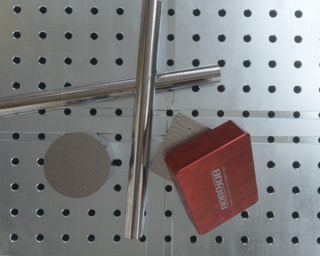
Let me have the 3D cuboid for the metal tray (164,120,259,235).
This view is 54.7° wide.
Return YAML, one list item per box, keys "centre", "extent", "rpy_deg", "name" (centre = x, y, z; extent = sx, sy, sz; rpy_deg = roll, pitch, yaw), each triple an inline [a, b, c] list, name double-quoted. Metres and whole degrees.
- centre: [0.066, 0.063, 0.367]
  extent: [0.090, 0.030, 0.129]
  rpy_deg: [-28, 130, -9]
  name: "metal tray"

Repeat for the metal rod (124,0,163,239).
- centre: [-0.022, -0.005, 0.393]
  extent: [0.025, 0.025, 0.298]
  rpy_deg: [5, 98, 0]
  name: "metal rod"

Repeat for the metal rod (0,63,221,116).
- centre: [-0.071, -0.050, 0.412]
  extent: [0.302, 0.025, 0.025]
  rpy_deg: [-9, 90, 0]
  name: "metal rod"

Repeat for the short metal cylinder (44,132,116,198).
- centre: [-0.101, 0.045, 0.400]
  extent: [0.081, 0.050, 0.079]
  rpy_deg: [0, 90, 0]
  name: "short metal cylinder"

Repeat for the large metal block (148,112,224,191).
- centre: [0.040, 0.034, 0.401]
  extent: [0.080, 0.050, 0.080]
  rpy_deg: [28, 90, 0]
  name: "large metal block"
